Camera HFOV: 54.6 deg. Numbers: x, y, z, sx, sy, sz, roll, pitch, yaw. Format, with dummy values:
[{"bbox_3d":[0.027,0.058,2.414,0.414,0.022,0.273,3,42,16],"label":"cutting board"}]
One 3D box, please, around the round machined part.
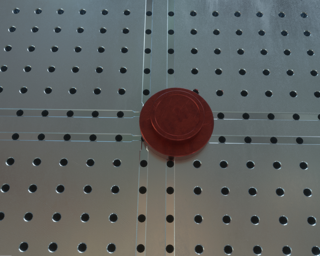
[{"bbox_3d":[0.022,-0.010,0.407,0.099,0.042,0.098,0,70,0],"label":"round machined part"}]
